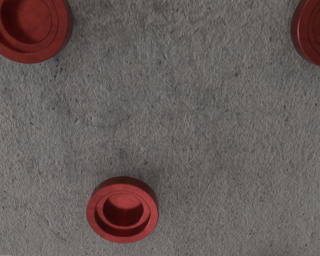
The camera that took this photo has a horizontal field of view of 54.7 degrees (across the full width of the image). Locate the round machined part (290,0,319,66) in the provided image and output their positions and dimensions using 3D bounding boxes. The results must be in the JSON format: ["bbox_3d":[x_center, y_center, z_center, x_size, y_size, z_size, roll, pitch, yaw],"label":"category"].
[{"bbox_3d":[0.200,-0.121,0.358,0.099,0.042,0.097,0,110,0],"label":"round machined part"}]

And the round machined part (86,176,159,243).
[{"bbox_3d":[-0.051,0.111,0.441,0.099,0.042,0.097,0,110,0],"label":"round machined part"}]

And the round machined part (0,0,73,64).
[{"bbox_3d":[-0.148,-0.126,0.353,0.099,0.042,0.097,0,110,0],"label":"round machined part"}]
